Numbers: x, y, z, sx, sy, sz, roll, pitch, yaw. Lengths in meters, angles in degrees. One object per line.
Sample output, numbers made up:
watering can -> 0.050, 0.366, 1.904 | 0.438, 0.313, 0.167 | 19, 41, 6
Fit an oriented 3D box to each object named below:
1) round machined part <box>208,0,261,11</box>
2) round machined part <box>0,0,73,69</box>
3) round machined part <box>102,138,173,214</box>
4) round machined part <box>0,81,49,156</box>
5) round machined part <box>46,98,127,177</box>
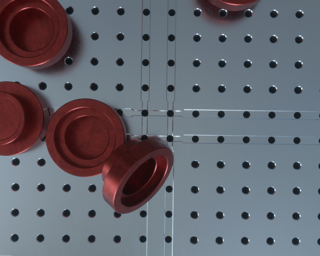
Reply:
round machined part -> 0.097, -0.201, 0.405 | 0.099, 0.042, 0.097 | 0, 90, 0
round machined part -> -0.163, -0.125, 0.404 | 0.099, 0.042, 0.097 | 0, 90, 0
round machined part -> -0.032, 0.054, 0.384 | 0.042, 0.098, 0.098 | 36, 90, 30
round machined part -> -0.201, -0.012, 0.404 | 0.099, 0.042, 0.097 | 0, 90, 0
round machined part -> -0.092, 0.012, 0.404 | 0.099, 0.042, 0.097 | 0, 90, 1
